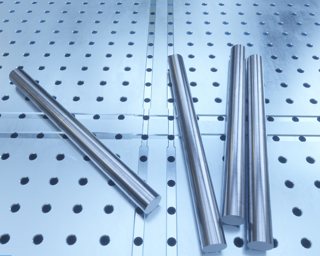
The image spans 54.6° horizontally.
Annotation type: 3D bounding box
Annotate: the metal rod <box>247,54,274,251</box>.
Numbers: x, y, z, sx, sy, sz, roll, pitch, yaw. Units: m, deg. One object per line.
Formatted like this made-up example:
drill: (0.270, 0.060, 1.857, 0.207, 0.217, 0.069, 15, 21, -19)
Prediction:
metal rod: (0.126, 0.005, 0.404, 0.025, 0.025, 0.300, 8, 50, 6)

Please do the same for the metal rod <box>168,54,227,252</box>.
metal rod: (0.040, 0.005, 0.403, 0.025, 0.025, 0.300, -4, 50, -4)

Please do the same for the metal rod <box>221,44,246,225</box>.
metal rod: (0.104, -0.016, 0.421, 0.025, 0.025, 0.300, 8, 50, 7)

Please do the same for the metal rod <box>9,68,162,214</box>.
metal rod: (-0.113, 0.002, 0.405, 0.025, 0.025, 0.300, -37, 59, -27)
